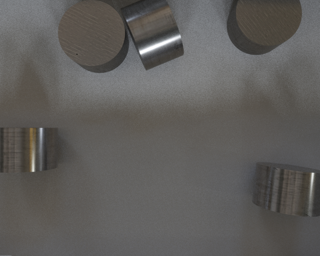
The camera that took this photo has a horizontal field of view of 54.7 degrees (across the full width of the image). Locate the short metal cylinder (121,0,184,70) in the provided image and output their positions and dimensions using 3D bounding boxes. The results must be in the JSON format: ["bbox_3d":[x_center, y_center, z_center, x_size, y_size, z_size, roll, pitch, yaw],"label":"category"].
[{"bbox_3d":[-0.009,-0.118,0.384,0.050,0.080,0.080,-23,90,0],"label":"short metal cylinder"}]

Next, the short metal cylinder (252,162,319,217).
[{"bbox_3d":[0.159,0.074,0.386,0.081,0.080,0.050,6,90,-1],"label":"short metal cylinder"}]

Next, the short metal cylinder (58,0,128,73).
[{"bbox_3d":[-0.083,-0.115,0.398,0.081,0.050,0.079,0,90,-1],"label":"short metal cylinder"}]

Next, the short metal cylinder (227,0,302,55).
[{"bbox_3d":[0.132,-0.140,0.401,0.081,0.050,0.079,0,90,-1],"label":"short metal cylinder"}]

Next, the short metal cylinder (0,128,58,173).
[{"bbox_3d":[-0.168,0.024,0.382,0.081,0.080,0.050,1,90,-1],"label":"short metal cylinder"}]
